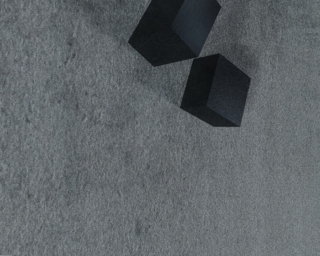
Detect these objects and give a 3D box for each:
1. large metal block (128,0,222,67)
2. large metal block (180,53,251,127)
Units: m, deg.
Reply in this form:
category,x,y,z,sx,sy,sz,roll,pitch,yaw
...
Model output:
category,x,y,z,sx,sy,sz,roll,pitch,yaw
large metal block,0.018,-0.129,0.385,0.050,0.080,0.080,39,66,-34
large metal block,0.084,-0.053,0.462,0.080,0.050,0.080,26,74,-37
